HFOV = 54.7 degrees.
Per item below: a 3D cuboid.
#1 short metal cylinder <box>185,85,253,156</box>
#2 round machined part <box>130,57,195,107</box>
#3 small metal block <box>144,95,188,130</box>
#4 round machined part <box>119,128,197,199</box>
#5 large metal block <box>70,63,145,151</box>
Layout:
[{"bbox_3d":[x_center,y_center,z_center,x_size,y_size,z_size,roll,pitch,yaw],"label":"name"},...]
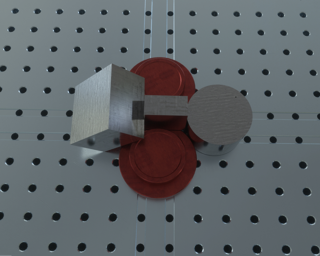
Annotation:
[{"bbox_3d":[0.073,-0.009,0.401,0.081,0.050,0.080,0,70,0],"label":"short metal cylinder"},{"bbox_3d":[-0.001,-0.056,0.423,0.099,0.042,0.098,0,70,0],"label":"round machined part"},{"bbox_3d":[0.007,-0.018,0.381,0.050,0.050,0.025,1,70,0],"label":"small metal block"},{"bbox_3d":[-0.003,0.038,0.389,0.099,0.042,0.098,0,70,0],"label":"round machined part"},{"bbox_3d":[-0.065,-0.021,0.384,0.050,0.080,0.080,18,63,-42],"label":"large metal block"}]
